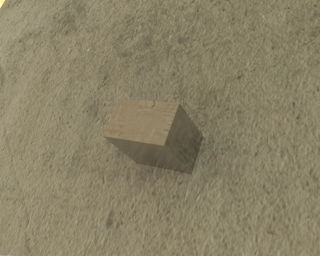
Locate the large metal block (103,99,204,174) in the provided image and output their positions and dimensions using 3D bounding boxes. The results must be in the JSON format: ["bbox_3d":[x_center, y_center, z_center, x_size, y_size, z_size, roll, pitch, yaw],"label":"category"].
[{"bbox_3d":[-0.005,0.010,0.366,0.080,0.080,0.050,7,65,31],"label":"large metal block"}]
